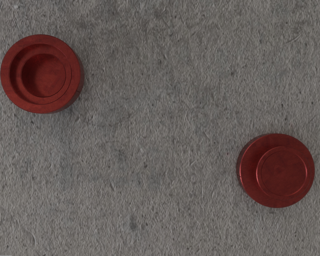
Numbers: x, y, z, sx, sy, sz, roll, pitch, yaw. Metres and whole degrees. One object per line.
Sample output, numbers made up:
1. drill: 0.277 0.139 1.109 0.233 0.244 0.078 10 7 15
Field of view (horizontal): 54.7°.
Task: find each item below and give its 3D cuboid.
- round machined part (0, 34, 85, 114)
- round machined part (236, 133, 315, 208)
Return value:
1. round machined part: -0.146 -0.066 0.400 0.099 0.042 0.097 0 90 0
2. round machined part: 0.153 0.056 0.402 0.099 0.042 0.097 0 90 0
